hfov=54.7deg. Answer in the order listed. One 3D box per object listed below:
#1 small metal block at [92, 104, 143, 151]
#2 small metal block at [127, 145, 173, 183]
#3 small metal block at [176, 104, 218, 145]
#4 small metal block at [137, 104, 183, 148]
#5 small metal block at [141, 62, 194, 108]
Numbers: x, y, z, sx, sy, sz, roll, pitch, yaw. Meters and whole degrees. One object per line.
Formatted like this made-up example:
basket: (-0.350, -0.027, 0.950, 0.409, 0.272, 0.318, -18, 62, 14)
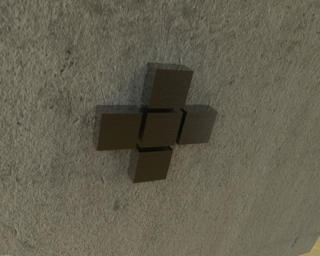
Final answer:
small metal block: (-0.053, -0.001, 0.380, 0.050, 0.025, 0.050, -2, 119, -28)
small metal block: (-0.014, 0.047, 0.431, 0.050, 0.025, 0.050, -2, 120, -28)
small metal block: (0.047, -0.005, 0.433, 0.050, 0.025, 0.050, -2, 119, -28)
small metal block: (-0.003, -0.003, 0.407, 0.050, 0.025, 0.050, -2, 119, -28)
small metal block: (0.008, -0.052, 0.382, 0.050, 0.025, 0.050, -2, 119, -28)
